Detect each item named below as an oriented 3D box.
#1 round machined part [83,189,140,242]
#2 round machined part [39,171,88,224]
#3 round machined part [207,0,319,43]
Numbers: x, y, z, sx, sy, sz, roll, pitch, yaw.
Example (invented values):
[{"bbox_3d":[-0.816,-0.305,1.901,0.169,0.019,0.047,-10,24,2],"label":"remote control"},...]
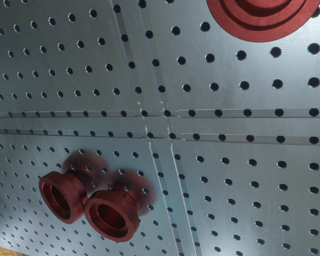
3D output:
[{"bbox_3d":[-0.078,0.144,0.531,0.098,0.042,0.097,13,124,21],"label":"round machined part"},{"bbox_3d":[-0.168,0.119,0.555,0.098,0.042,0.097,21,127,31],"label":"round machined part"},{"bbox_3d":[0.092,-0.129,0.272,0.098,0.042,0.097,13,124,21],"label":"round machined part"}]
